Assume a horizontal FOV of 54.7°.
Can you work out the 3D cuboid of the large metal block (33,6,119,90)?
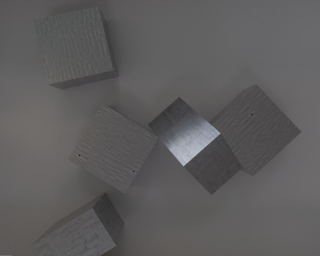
[{"bbox_3d":[-0.104,-0.100,0.398,0.080,0.050,0.080,-13,90,0],"label":"large metal block"}]

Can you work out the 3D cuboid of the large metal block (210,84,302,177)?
[{"bbox_3d":[0.115,0.003,0.400,0.080,0.050,0.080,-43,90,0],"label":"large metal block"}]

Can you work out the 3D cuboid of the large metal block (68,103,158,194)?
[{"bbox_3d":[-0.056,0.024,0.398,0.080,0.050,0.080,31,90,0],"label":"large metal block"}]

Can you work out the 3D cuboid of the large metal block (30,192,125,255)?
[{"bbox_3d":[-0.096,0.130,0.383,0.080,0.080,0.050,-32,90,0],"label":"large metal block"}]

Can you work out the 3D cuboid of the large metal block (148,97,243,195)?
[{"bbox_3d":[0.042,0.021,0.367,0.050,0.080,0.080,-42,46,0],"label":"large metal block"}]
